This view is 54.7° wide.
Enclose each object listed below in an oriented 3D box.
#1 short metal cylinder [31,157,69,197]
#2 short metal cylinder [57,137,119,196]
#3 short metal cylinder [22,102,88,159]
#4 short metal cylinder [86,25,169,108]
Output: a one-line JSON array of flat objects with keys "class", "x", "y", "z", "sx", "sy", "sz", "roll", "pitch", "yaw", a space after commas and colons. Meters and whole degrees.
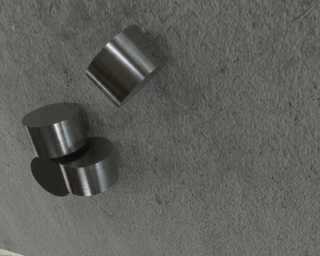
[{"class": "short metal cylinder", "x": -0.167, "y": 0.068, "z": 0.521, "sx": 0.080, "sy": 0.050, "sz": 0.079, "roll": 13, "pitch": 124, "yaw": 21}, {"class": "short metal cylinder", "x": -0.105, "y": 0.055, "z": 0.461, "sx": 0.080, "sy": 0.080, "sz": 0.050, "roll": 7, "pitch": 122, "yaw": 24}, {"class": "short metal cylinder", "x": -0.152, "y": 0.001, "z": 0.452, "sx": 0.080, "sy": 0.080, "sz": 0.050, "roll": 5, "pitch": 121, "yaw": 25}, {"class": "short metal cylinder", "x": -0.036, "y": -0.068, "z": 0.348, "sx": 0.050, "sy": 0.080, "sz": 0.080, "roll": 46, "pitch": 129, "yaw": -4}]
